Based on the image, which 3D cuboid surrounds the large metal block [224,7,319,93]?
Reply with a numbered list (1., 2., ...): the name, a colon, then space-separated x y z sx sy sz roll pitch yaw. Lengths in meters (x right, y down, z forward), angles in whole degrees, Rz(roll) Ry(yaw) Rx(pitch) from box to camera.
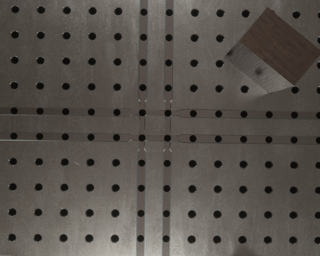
1. large metal block: 0.136 -0.092 0.388 0.080 0.080 0.050 39 90 -1
